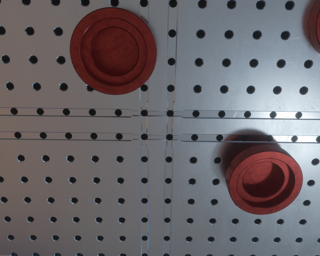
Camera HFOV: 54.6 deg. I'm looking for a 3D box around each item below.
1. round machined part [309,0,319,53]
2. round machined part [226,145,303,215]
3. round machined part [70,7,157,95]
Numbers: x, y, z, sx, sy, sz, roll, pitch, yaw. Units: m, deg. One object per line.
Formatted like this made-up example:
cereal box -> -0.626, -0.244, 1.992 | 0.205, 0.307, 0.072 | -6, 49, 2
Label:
round machined part -> 0.231, -0.124, 0.360 | 0.099, 0.042, 0.097 | 0, 110, 0
round machined part -> 0.140, 0.067, 0.430 | 0.099, 0.042, 0.097 | 0, 110, 0
round machined part -> -0.053, -0.092, 0.370 | 0.099, 0.042, 0.097 | 0, 110, 0
